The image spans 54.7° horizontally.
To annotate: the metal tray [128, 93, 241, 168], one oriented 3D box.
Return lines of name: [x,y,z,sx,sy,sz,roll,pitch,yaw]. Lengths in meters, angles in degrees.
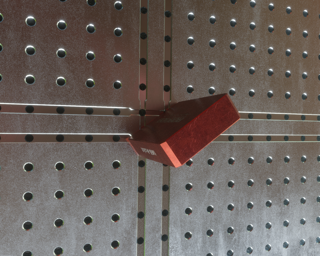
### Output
metal tray: [0.022,0.001,0.366,0.090,0.130,0.030,-36,102,-17]
